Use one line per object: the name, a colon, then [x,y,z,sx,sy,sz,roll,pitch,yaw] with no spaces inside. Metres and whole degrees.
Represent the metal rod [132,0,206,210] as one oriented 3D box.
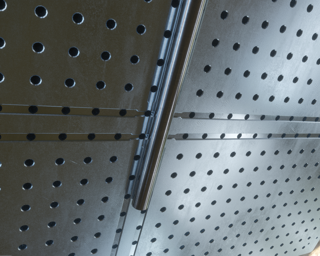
metal rod: [0.005,-0.015,0.404,0.025,0.025,0.298,0,118,-29]
